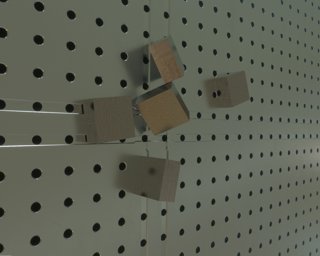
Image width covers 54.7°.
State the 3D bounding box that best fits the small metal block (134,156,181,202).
[{"bbox_3d":[-0.004,0.064,0.392,0.025,0.050,0.050,16,80,-39],"label":"small metal block"}]

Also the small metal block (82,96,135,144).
[{"bbox_3d":[-0.059,-0.011,0.361,0.050,0.025,0.050,-10,96,-40],"label":"small metal block"}]

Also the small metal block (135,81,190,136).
[{"bbox_3d":[0.004,-0.025,0.395,0.050,0.050,0.025,59,18,-25],"label":"small metal block"}]

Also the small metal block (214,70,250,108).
[{"bbox_3d":[0.120,-0.064,0.513,0.050,0.025,0.050,-23,105,-38],"label":"small metal block"}]

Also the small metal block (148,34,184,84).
[{"bbox_3d":[0.010,-0.090,0.401,0.050,0.025,0.050,-73,141,-67],"label":"small metal block"}]
